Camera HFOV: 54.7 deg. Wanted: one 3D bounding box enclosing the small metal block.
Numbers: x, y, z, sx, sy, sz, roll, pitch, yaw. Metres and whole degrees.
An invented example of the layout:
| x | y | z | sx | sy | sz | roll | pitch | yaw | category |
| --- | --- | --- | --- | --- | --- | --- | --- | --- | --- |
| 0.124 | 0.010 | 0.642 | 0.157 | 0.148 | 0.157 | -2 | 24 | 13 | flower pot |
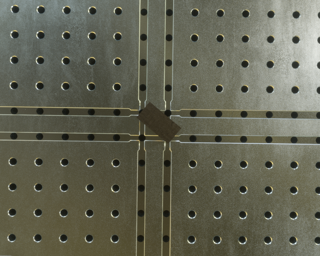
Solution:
| x | y | z | sx | sy | sz | roll | pitch | yaw | category |
| --- | --- | --- | --- | --- | --- | --- | --- | --- | --- |
| -0.001 | -0.006 | 0.401 | 0.050 | 0.050 | 0.025 | 40 | 90 | -1 | small metal block |
